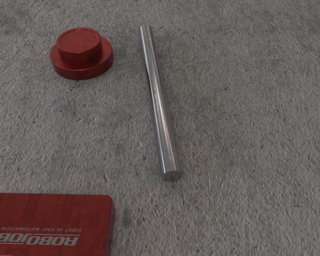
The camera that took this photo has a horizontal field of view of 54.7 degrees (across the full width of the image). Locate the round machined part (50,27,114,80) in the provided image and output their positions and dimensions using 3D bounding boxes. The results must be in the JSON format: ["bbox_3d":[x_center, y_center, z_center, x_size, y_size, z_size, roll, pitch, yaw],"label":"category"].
[{"bbox_3d":[-0.126,-0.124,0.496,0.099,0.042,0.098,0,50,0],"label":"round machined part"}]

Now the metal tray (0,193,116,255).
[{"bbox_3d":[-0.115,0.112,0.305,0.131,0.030,0.090,1,50,1],"label":"metal tray"}]

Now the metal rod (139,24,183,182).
[{"bbox_3d":[-0.006,-0.058,0.451,0.025,0.025,0.300,-6,50,-5],"label":"metal rod"}]
